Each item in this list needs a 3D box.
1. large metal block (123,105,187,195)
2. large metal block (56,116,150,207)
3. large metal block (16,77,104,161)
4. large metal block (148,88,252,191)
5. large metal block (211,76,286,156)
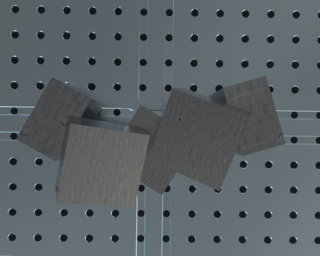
[{"bbox_3d":[-0.010,0.026,0.400,0.080,0.050,0.080,32,90,-1],"label":"large metal block"},{"bbox_3d":[-0.064,0.036,0.334,0.081,0.050,0.079,9,97,-21],"label":"large metal block"},{"bbox_3d":[-0.118,-0.010,0.384,0.050,0.080,0.080,30,90,-1],"label":"large metal block"},{"bbox_3d":[0.044,0.008,0.332,0.080,0.050,0.079,22,103,15],"label":"large metal block"},{"bbox_3d":[0.106,-0.014,0.387,0.050,0.080,0.080,-16,90,0],"label":"large metal block"}]
